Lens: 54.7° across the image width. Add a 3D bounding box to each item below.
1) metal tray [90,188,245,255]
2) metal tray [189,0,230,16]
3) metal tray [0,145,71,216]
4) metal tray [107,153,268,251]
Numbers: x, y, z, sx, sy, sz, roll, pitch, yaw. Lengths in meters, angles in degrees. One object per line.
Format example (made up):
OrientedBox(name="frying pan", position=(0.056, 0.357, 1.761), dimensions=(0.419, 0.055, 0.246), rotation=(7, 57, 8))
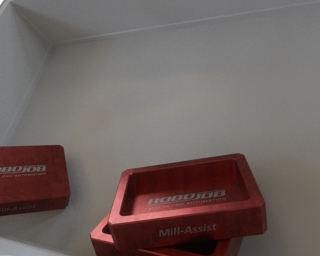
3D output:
OrientedBox(name="metal tray", position=(0.010, 0.099, 0.304), dimensions=(0.130, 0.030, 0.090), rotation=(1, 25, 28))
OrientedBox(name="metal tray", position=(0.102, -0.246, 0.500), dimensions=(0.130, 0.030, 0.090), rotation=(-26, 52, 11))
OrientedBox(name="metal tray", position=(-0.191, 0.066, 0.404), dimensions=(0.131, 0.030, 0.090), rotation=(0, 45, -26))
OrientedBox(name="metal tray", position=(0.024, 0.066, 0.296), dimensions=(0.131, 0.030, 0.090), rotation=(-9, 22, 6))
